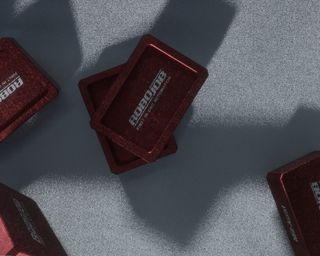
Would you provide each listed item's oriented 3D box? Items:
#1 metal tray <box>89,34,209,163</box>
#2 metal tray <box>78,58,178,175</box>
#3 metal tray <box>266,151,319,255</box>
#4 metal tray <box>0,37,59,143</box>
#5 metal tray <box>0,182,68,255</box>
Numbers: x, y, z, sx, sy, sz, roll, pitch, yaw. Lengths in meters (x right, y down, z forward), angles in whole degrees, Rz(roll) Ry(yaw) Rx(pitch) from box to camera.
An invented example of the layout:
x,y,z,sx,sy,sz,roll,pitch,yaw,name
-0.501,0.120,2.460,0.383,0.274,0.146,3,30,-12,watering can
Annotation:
x,y,z,sx,sy,sz,roll,pitch,yaw,name
-0.013,-0.035,0.378,0.090,0.030,0.130,32,90,0,metal tray
-0.041,-0.015,0.408,0.090,0.030,0.129,-21,90,0,metal tray
0.201,0.103,0.398,0.091,0.030,0.129,-21,90,-17,metal tray
-0.207,-0.040,0.391,0.130,0.030,0.090,-40,113,0,metal tray
-0.159,0.113,0.344,0.030,0.090,0.130,-47,49,-9,metal tray
